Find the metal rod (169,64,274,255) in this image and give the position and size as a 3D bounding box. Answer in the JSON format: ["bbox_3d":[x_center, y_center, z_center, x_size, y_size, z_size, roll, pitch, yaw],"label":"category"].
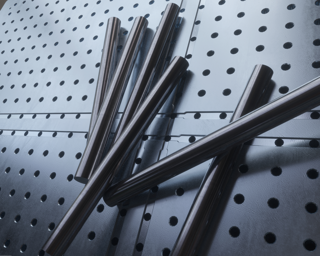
[{"bbox_3d":[0.062,0.056,0.341,0.025,0.025,0.300,16,70,34],"label":"metal rod"}]

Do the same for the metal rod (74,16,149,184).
[{"bbox_3d":[-0.064,-0.059,0.464,0.025,0.025,0.300,-3,55,27],"label":"metal rod"}]

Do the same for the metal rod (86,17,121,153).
[{"bbox_3d":[-0.089,-0.067,0.497,0.025,0.025,0.300,-12,57,22],"label":"metal rod"}]

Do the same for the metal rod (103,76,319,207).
[{"bbox_3d":[0.057,0.018,0.335,0.300,0.025,0.025,-30,51,21],"label":"metal rod"}]

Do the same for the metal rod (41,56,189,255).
[{"bbox_3d":[-0.044,0.021,0.397,0.025,0.025,0.300,17,64,35],"label":"metal rod"}]

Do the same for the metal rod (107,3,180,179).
[{"bbox_3d":[-0.023,-0.069,0.463,0.025,0.025,0.300,5,64,30],"label":"metal rod"}]
